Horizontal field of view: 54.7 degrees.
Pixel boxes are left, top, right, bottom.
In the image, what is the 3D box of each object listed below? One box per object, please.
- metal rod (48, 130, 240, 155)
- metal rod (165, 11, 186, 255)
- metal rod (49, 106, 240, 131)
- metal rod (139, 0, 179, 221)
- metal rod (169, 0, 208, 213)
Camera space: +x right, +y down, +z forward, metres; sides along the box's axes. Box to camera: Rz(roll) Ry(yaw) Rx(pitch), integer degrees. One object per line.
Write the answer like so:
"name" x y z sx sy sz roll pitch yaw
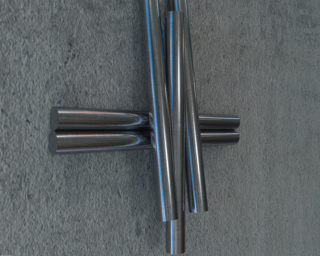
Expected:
"metal rod" 0.006 0.015 0.414 0.302 0.025 0.025 0 90 -40
"metal rod" 0.019 0.006 0.391 0.025 0.025 0.298 0 90 -40
"metal rod" 0.007 -0.010 0.415 0.302 0.025 0.025 0 90 -40
"metal rod" -0.003 -0.041 0.378 0.025 0.025 0.298 0 82 -40
"metal rod" 0.036 -0.042 0.411 0.025 0.025 0.298 0 82 -40
